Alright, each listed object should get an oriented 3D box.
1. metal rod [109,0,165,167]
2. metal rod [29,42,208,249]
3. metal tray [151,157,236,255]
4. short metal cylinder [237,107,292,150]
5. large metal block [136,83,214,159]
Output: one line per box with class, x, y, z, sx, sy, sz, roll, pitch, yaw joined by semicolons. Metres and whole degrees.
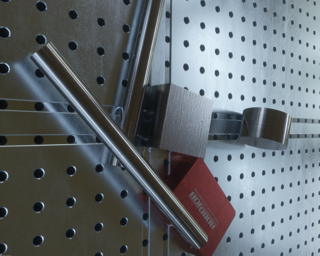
metal rod;-0.019;-0.099;0.392;0.025;0.025;0.299;19;78;-39
metal rod;-0.030;0.037;0.349;0.025;0.025;0.300;-50;116;-28
metal tray;0.054;0.116;0.451;0.090;0.030;0.130;-49;119;-29
short metal cylinder;0.175;0.003;0.520;0.080;0.080;0.050;23;75;-38
large metal block;0.020;-0.007;0.410;0.081;0.050;0.080;16;80;-39
